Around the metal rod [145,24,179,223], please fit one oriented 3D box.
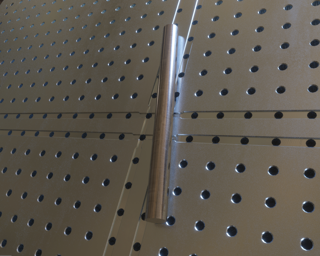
[{"bbox_3d":[0.006,-0.026,0.419,0.025,0.025,0.299,-9,58,23],"label":"metal rod"}]
